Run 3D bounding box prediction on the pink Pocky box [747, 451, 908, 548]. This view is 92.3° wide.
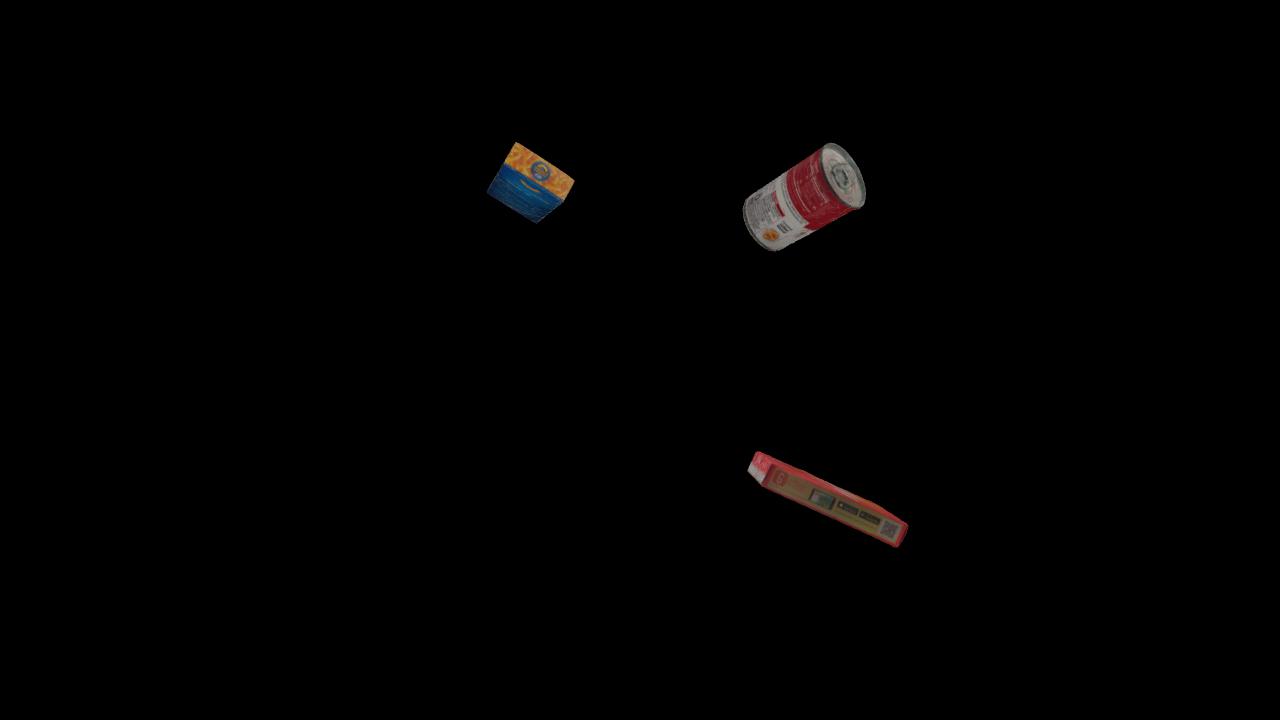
[{"bbox_3d":[0.196,0.146,0.657,0.155,0.029,0.084,24,1,0],"label":"pink Pocky box"}]

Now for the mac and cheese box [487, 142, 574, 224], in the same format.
[{"bbox_3d":[-0.162,-0.249,0.887,0.093,0.041,0.184,31,-8,-20],"label":"mac and cheese box"}]

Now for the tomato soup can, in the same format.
[{"bbox_3d":[0.160,-0.158,0.610,0.068,0.068,0.101,0,-17,-40],"label":"tomato soup can"}]
